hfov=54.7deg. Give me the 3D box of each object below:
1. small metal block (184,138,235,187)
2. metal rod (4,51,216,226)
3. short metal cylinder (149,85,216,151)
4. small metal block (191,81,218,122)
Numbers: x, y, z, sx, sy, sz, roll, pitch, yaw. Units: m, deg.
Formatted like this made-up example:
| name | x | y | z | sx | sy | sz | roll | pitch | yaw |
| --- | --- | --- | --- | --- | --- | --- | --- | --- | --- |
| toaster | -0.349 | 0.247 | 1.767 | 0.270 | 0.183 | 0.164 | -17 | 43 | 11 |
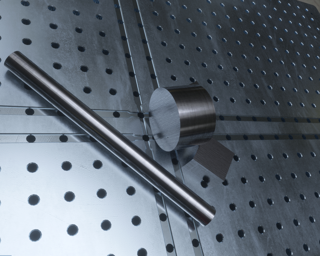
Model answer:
| name | x | y | z | sx | sy | sz | roll | pitch | yaw |
| --- | --- | --- | --- | --- | --- | --- | --- | --- | --- |
| small metal block | 0.067 | 0.043 | 0.420 | 0.050 | 0.025 | 0.050 | 36 | 51 | -5 |
| metal rod | -0.057 | 0.014 | 0.369 | 0.300 | 0.025 | 0.025 | 39 | 51 | -2 |
| short metal cylinder | 0.026 | -0.014 | 0.395 | 0.050 | 0.080 | 0.080 | -9 | 66 | -27 |
| small metal block | 0.057 | -0.032 | 0.443 | 0.050 | 0.025 | 0.050 | 33 | 34 | -64 |
